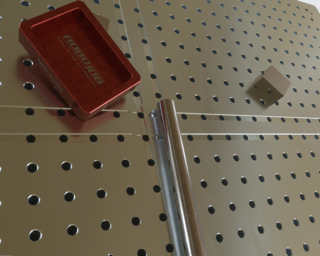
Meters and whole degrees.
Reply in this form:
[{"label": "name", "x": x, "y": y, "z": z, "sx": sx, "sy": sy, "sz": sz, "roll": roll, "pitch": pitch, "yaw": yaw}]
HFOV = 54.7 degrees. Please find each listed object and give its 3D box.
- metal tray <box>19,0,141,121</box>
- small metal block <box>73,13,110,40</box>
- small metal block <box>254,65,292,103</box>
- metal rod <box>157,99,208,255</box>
[{"label": "metal tray", "x": -0.097, "y": -0.086, "z": 0.385, "sx": 0.091, "sy": 0.030, "sz": 0.130, "roll": -38, "pitch": 91, "yaw": -30}, {"label": "small metal block", "x": -0.102, "y": -0.138, "z": 0.438, "sx": 0.050, "sy": 0.025, "sz": 0.050, "roll": 16, "pitch": 55, "yaw": -20}, {"label": "small metal block", "x": 0.209, "y": -0.082, "z": 0.574, "sx": 0.050, "sy": 0.025, "sz": 0.050, "roll": 43, "pitch": 51, "yaw": 1}, {"label": "metal rod", "x": 0.032, "y": 0.097, "z": 0.367, "sx": 0.025, "sy": 0.025, "sz": 0.299, "roll": 4, "pitch": 60, "yaw": -27}]
